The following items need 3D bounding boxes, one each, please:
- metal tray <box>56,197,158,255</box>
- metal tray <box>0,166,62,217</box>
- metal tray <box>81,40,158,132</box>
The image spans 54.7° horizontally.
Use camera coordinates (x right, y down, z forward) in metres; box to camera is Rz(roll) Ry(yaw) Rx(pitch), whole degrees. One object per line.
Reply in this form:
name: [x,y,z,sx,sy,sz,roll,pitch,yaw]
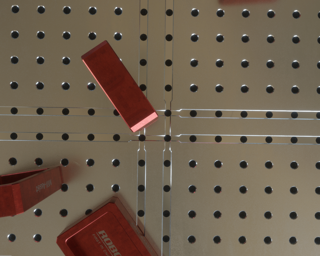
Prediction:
metal tray: [-0.061,0.170,0.410,0.090,0.030,0.130,-34,90,-1]
metal tray: [-0.179,0.074,0.359,0.091,0.130,0.030,-9,90,0]
metal tray: [-0.039,-0.041,0.360,0.030,0.130,0.090,-35,90,0]
